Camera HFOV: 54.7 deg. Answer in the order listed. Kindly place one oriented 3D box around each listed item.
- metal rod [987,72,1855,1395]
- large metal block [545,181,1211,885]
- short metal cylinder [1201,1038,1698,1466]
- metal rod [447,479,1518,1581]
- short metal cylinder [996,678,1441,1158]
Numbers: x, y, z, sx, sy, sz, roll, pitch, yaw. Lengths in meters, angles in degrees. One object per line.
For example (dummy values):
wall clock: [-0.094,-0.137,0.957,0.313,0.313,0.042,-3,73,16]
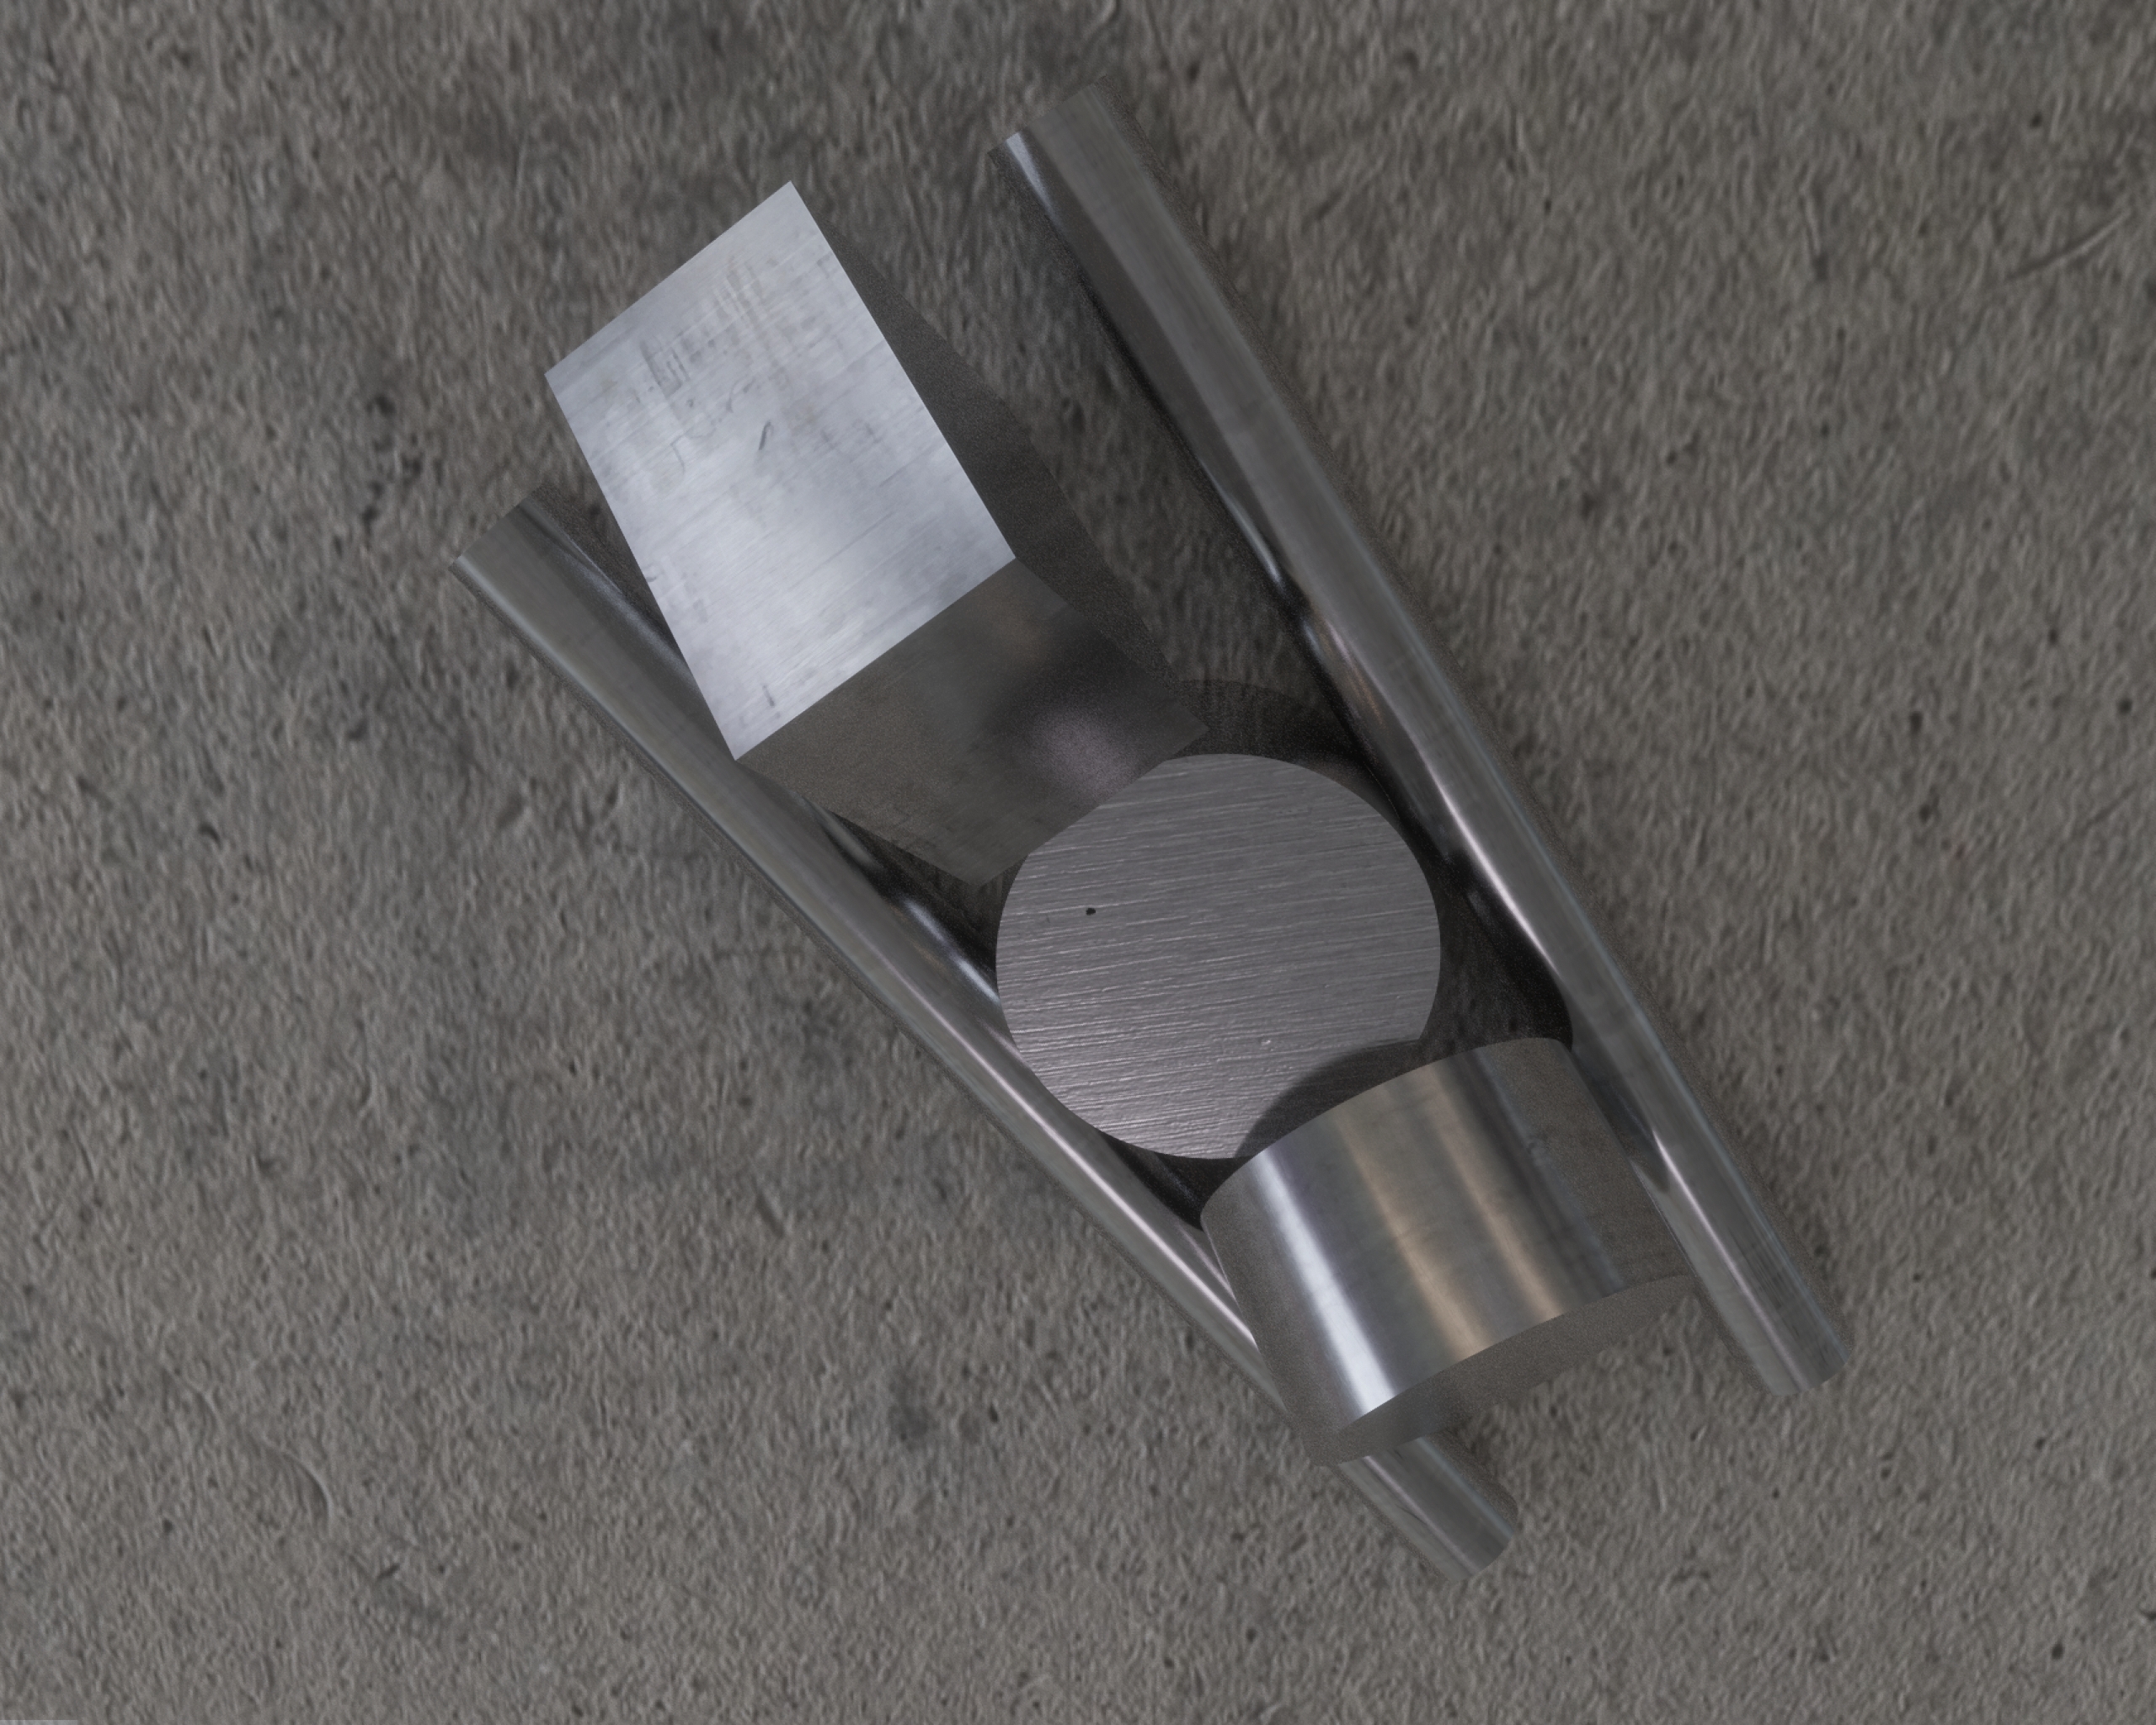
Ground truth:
metal rod: [0.075,-0.012,0.407,0.025,0.025,0.299,-31,108,10]
large metal block: [-0.031,-0.050,0.346,0.050,0.080,0.080,-35,65,12]
short metal cylinder: [0.071,0.076,0.404,0.080,0.080,0.050,-30,65,10]
metal rod: [-0.010,0.044,0.426,0.025,0.025,0.300,-39,106,13]
short metal cylinder: [0.025,0.010,0.401,0.081,0.050,0.079,0,110,0]
